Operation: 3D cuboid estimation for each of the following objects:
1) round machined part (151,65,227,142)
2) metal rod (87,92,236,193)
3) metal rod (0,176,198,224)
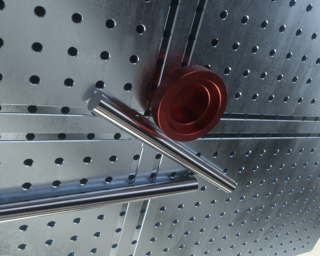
[{"bbox_3d":[0.034,-0.034,0.397,0.099,0.042,0.097,-14,124,-21],"label":"round machined part"},{"bbox_3d":[0.023,0.035,0.445,0.301,0.025,0.025,34,99,-39],"label":"metal rod"},{"bbox_3d":[-0.080,0.096,0.426,0.303,0.025,0.025,-3,120,-27],"label":"metal rod"}]
